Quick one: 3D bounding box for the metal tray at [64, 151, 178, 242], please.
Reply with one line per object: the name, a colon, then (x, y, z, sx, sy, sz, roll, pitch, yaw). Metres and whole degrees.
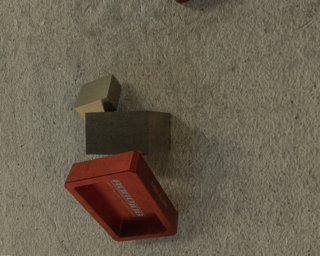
metal tray: (-0.042, 0.089, 0.378, 0.090, 0.030, 0.130, -14, 128, 19)

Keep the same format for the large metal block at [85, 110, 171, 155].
large metal block: (-0.037, 0.006, 0.393, 0.080, 0.080, 0.050, -1, 90, 20)

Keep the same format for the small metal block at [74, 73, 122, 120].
small metal block: (-0.084, -0.042, 0.424, 0.050, 0.025, 0.050, -16, 43, 19)

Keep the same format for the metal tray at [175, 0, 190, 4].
metal tray: (0.044, -0.237, 0.390, 0.090, 0.030, 0.129, -16, 85, 19)
